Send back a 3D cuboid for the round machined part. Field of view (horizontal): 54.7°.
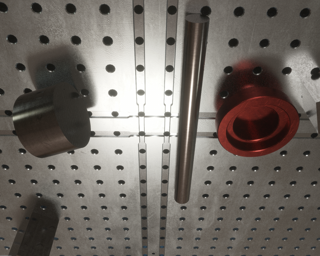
[{"bbox_3d":[0.119,-0.012,0.393,0.099,0.042,0.097,-1,130,0],"label":"round machined part"}]

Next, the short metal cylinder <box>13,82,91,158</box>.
[{"bbox_3d":[-0.124,-0.009,0.366,0.050,0.080,0.080,-15,129,12],"label":"short metal cylinder"}]

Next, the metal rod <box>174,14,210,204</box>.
[{"bbox_3d":[0.037,0.001,0.413,0.025,0.025,0.298,0,130,-1],"label":"metal rod"}]

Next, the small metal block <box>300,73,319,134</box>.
[{"bbox_3d":[0.193,-0.030,0.373,0.025,0.050,0.050,-17,128,13],"label":"small metal block"}]

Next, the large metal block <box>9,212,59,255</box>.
[{"bbox_3d":[-0.230,0.211,0.552,0.050,0.080,0.080,28,124,-22],"label":"large metal block"}]
